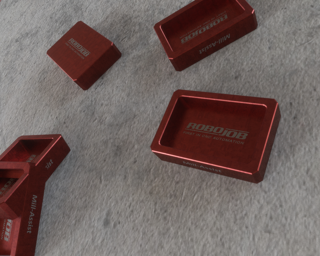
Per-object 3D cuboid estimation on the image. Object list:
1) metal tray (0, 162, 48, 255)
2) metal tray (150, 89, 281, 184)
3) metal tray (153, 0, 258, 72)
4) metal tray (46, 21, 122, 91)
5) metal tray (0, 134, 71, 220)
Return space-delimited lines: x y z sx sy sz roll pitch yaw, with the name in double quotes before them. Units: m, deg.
"metal tray" -0.204 0.111 0.415 0.090 0.030 0.129 -3 75 26
"metal tray" 0.063 0.005 0.363 0.130 0.030 0.090 10 67 32
"metal tray" 0.063 -0.150 0.458 0.130 0.030 0.090 -28 52 10
"metal tray" -0.138 -0.133 0.552 0.090 0.030 0.130 -46 51 -4
"metal tray" -0.198 0.062 0.433 0.090 0.030 0.130 -2 38 26
